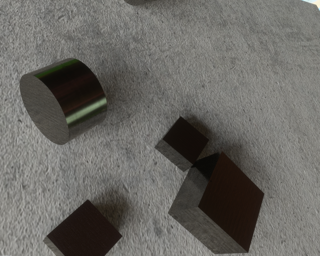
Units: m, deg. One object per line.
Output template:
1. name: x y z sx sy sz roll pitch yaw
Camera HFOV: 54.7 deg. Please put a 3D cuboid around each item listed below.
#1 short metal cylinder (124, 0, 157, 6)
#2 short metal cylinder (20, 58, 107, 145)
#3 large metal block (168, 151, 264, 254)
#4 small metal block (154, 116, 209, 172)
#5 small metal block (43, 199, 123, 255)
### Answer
1. short metal cylinder: -0.030 -0.246 0.504 0.050 0.080 0.080 -35 82 -38
2. short metal cylinder: -0.103 -0.029 0.331 0.080 0.080 0.050 49 51 6
3. large metal block: 0.068 0.088 0.363 0.080 0.050 0.080 44 50 -14
4. small metal block: 0.029 0.021 0.409 0.050 0.025 0.050 40 51 -1
5. small metal block: -0.074 0.107 0.299 0.050 0.025 0.050 46 51 3
